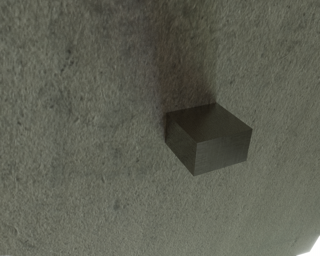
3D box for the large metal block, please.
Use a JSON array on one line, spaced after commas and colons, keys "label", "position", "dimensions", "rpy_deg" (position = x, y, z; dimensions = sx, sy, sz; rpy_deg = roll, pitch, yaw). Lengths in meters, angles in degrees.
[{"label": "large metal block", "position": [0.062, 0.011, 0.414], "dimensions": [0.081, 0.080, 0.050], "rpy_deg": [-13, 124, -22]}]
